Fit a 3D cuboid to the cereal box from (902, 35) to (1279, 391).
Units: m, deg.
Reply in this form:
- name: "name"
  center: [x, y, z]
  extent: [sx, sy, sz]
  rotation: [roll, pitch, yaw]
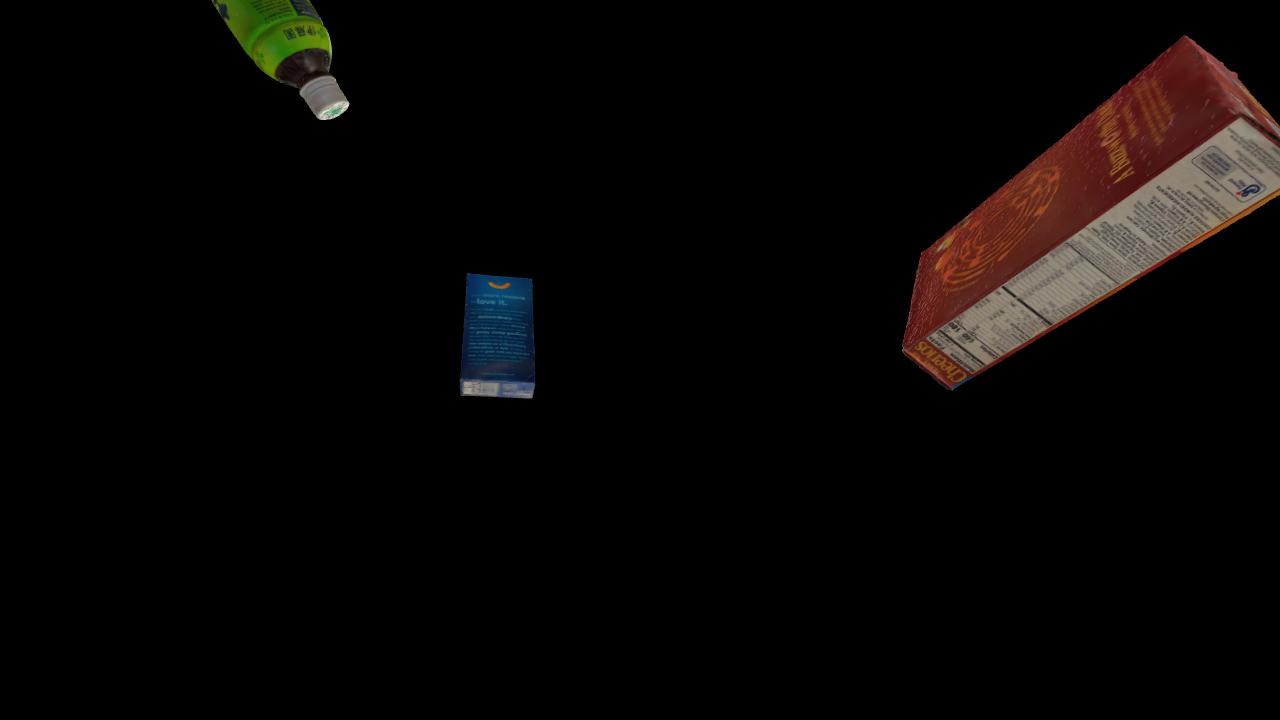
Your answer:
- name: "cereal box"
  center: [0.395, -0.125, 0.581]
  extent: [0.081, 0.203, 0.306]
  rotation: [36, -43, -3]

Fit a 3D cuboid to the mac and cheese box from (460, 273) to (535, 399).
- name: "mac and cheese box"
  center: [-0.189, -0.035, 0.820]
  extent: [0.093, 0.184, 0.041]
  rotation: [2, -39, -14]

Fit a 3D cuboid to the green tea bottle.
- name: "green tea bottle"
  center: [-0.322, -0.306, 0.520]
  extent: [0.073, 0.212, 0.073]
  rotation: [-31, 8, 5]
